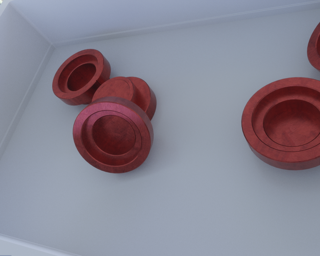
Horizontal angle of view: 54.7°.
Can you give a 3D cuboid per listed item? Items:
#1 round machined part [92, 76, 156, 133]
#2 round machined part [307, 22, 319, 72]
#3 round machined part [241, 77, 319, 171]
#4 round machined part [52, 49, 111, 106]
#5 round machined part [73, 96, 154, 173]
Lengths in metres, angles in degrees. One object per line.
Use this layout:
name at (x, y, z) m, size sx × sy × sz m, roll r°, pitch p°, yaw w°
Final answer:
round machined part at (-0.058, -0.035, 0.445) m, size 0.098 × 0.042 × 0.098 m, roll -13°, pitch 56°, yaw 20°
round machined part at (0.211, -0.091, 0.322) m, size 0.098 × 0.042 × 0.098 m, roll -42°, pitch 31°, yaw 35°
round machined part at (0.139, -0.001, 0.323) m, size 0.098 × 0.042 × 0.098 m, roll -13°, pitch 56°, yaw 20°
round machined part at (-0.122, -0.077, 0.504) m, size 0.098 × 0.042 × 0.098 m, roll -13°, pitch 56°, yaw 20°
round machined part at (-0.056, 0.006, 0.396) m, size 0.098 × 0.098 × 0.042 m, roll -19°, pitch 19°, yaw 17°
